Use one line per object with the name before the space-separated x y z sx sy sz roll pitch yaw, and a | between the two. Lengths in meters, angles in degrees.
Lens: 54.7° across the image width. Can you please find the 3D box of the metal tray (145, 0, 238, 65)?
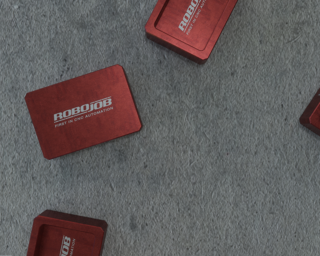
metal tray | 0.048 -0.161 0.407 0.090 0.030 0.130 27 90 0

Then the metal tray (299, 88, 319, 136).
metal tray | 0.261 -0.038 0.409 0.090 0.030 0.130 33 90 0

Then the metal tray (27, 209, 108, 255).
metal tray | -0.127 0.182 0.406 0.091 0.030 0.129 11 90 0

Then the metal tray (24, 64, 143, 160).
metal tray | -0.097 -0.020 0.407 0.131 0.030 0.090 -18 90 0
